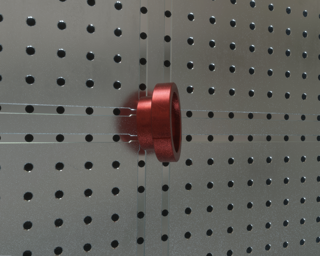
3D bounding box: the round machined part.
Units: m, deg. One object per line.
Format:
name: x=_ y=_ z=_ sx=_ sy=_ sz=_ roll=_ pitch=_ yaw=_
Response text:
round machined part: x=-0.001 y=-0.006 z=0.384 sx=0.042 sy=0.098 sz=0.097 roll=-2 pitch=91 yaw=11
